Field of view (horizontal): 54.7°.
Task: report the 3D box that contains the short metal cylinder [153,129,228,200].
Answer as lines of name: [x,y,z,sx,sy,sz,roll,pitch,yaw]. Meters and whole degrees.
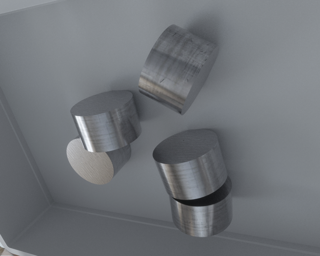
short metal cylinder: [0.037,0.042,0.380,0.080,0.080,0.050,-5,116,31]

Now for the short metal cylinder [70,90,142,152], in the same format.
short metal cylinder: [-0.069,-0.011,0.403,0.080,0.080,0.050,1,119,28]

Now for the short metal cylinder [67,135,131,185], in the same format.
short metal cylinder: [-0.090,0.037,0.463,0.080,0.050,0.079,13,124,21]

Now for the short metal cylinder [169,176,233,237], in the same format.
short metal cylinder: [0.053,0.093,0.403,0.080,0.080,0.050,6,121,25]

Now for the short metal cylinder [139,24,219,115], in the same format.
short metal cylinder: [0.020,-0.060,0.325,0.050,0.080,0.079,29,128,9]
